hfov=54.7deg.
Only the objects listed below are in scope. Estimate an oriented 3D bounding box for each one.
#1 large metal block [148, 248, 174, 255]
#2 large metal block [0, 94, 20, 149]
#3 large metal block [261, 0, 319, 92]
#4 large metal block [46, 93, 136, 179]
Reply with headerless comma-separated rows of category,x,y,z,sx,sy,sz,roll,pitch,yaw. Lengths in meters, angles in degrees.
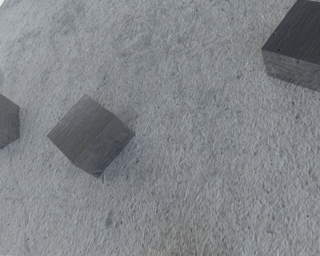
large metal block,0.023,0.163,0.276,0.080,0.050,0.080,5,64,30
large metal block,-0.294,-0.019,0.535,0.050,0.080,0.080,-29,52,10
large metal block,0.176,-0.093,0.352,0.080,0.050,0.080,30,78,37
large metal block,-0.096,0.010,0.433,0.080,0.050,0.080,34,80,38
